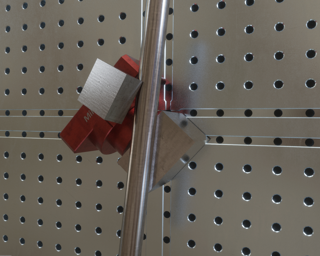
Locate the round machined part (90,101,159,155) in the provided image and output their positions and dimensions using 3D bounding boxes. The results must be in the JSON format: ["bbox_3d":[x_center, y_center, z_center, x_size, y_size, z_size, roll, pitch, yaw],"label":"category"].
[{"bbox_3d":[-0.035,-0.001,0.389,0.042,0.098,0.098,44,103,14],"label":"round machined part"}]

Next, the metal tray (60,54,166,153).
[{"bbox_3d":[-0.057,-0.027,0.397,0.030,0.090,0.130,45,104,14],"label":"metal tray"}]

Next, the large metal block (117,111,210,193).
[{"bbox_3d":[0.007,0.027,0.377,0.050,0.080,0.080,45,104,14],"label":"large metal block"}]

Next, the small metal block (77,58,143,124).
[{"bbox_3d":[-0.053,-0.039,0.326,0.050,0.025,0.050,33,99,36],"label":"small metal block"}]

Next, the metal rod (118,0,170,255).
[{"bbox_3d":[-0.018,0.011,0.333,0.025,0.025,0.298,7,92,19],"label":"metal rod"}]
